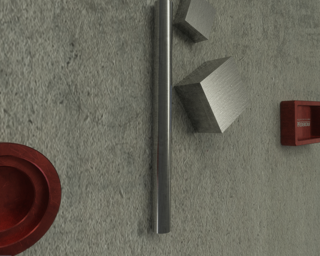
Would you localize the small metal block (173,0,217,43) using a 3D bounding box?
[{"bbox_3d":[0.051,-0.160,0.446,0.050,0.025,0.050,26,74,-37],"label":"small metal block"}]

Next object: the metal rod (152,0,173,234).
[{"bbox_3d":[0.003,-0.015,0.406,0.025,0.025,0.298,1,90,-40],"label":"metal rod"}]

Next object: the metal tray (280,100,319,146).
[{"bbox_3d":[0.302,-0.012,0.653,0.131,0.030,0.089,-3,92,-40],"label":"metal tray"}]

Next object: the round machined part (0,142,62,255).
[{"bbox_3d":[-0.143,0.061,0.274,0.099,0.042,0.097,0,90,-40],"label":"round machined part"}]

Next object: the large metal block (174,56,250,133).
[{"bbox_3d":[0.078,-0.048,0.454,0.080,0.050,0.080,-41,115,-32],"label":"large metal block"}]
